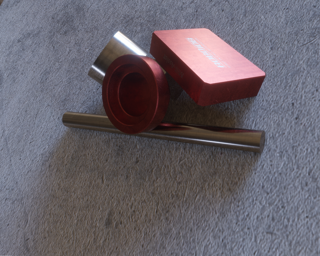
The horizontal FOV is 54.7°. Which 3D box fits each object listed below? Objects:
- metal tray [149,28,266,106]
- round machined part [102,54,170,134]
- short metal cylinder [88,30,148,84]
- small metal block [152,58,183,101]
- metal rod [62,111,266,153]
[{"bbox_3d":[0.055,-0.083,0.391,0.091,0.030,0.130,-12,46,-27],"label":"metal tray"},{"bbox_3d":[-0.026,-0.043,0.394,0.098,0.042,0.097,7,101,39],"label":"round machined part"},{"bbox_3d":[-0.061,-0.095,0.454,0.080,0.050,0.080,-51,11,15],"label":"short metal cylinder"},{"bbox_3d":[0.001,-0.069,0.429,0.050,0.050,0.025,26,76,37],"label":"small metal block"},{"bbox_3d":[-0.017,0.001,0.414,0.300,0.025,0.025,6,65,31],"label":"metal rod"}]
